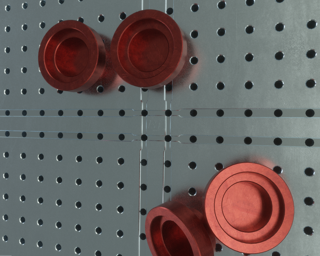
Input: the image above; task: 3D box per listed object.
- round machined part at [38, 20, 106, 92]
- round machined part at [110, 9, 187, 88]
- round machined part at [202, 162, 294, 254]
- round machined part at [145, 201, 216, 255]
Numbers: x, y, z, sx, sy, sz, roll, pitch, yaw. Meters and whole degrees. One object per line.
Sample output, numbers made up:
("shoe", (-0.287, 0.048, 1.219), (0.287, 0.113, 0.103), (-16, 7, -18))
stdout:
("round machined part", (-0.121, -0.100, 0.445), (0.098, 0.042, 0.097), (0, 90, 19))
("round machined part", (-0.012, -0.100, 0.407), (0.098, 0.042, 0.097), (0, 90, 19))
("round machined part", (0.097, 0.090, 0.357), (0.099, 0.042, 0.098), (0, 79, 0))
("round machined part", (0.028, 0.135, 0.378), (0.098, 0.042, 0.097), (20, 117, 45))
